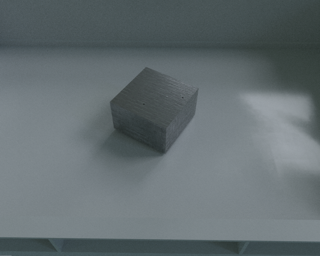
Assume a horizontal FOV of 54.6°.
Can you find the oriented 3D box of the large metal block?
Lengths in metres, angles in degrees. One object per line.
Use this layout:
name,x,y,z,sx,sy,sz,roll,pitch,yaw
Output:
large metal block,-0.006,-0.025,0.406,0.080,0.050,0.080,25,54,19
